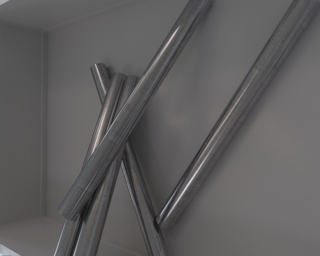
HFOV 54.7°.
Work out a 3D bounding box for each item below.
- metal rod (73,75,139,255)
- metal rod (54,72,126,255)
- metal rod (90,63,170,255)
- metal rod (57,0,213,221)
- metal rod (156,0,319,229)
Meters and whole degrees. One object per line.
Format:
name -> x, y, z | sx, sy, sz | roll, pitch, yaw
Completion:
metal rod -> -0.066, 0.066, 0.378 | 0.025, 0.025, 0.299 | -9, 58, 39
metal rod -> -0.090, 0.060, 0.397 | 0.025, 0.025, 0.299 | -7, 60, 40
metal rod -> -0.048, 0.038, 0.438 | 0.025, 0.025, 0.299 | -34, 67, 35
metal rod -> -0.027, -0.028, 0.361 | 0.025, 0.025, 0.299 | 30, 87, 36
metal rod -> 0.073, 0.001, 0.346 | 0.025, 0.025, 0.298 | 43, 116, 31
